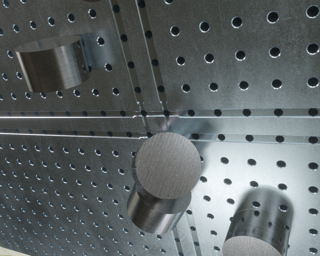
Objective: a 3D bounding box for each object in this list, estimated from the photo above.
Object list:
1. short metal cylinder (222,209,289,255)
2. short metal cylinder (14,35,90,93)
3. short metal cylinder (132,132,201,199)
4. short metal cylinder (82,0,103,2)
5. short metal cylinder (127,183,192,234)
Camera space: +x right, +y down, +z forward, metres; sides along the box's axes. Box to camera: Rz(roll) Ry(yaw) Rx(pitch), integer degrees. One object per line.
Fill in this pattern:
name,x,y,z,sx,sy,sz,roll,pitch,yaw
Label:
short metal cylinder,0.131,0.159,0.424,0.080,0.050,0.079,13,124,21
short metal cylinder,-0.135,-0.084,0.395,0.080,0.080,0.050,6,121,25
short metal cylinder,0.006,0.049,0.394,0.080,0.080,0.050,42,165,-1
short metal cylinder,-0.062,-0.176,0.319,0.080,0.050,0.079,13,124,21
short metal cylinder,-0.002,0.101,0.440,0.080,0.080,0.050,30,128,9
